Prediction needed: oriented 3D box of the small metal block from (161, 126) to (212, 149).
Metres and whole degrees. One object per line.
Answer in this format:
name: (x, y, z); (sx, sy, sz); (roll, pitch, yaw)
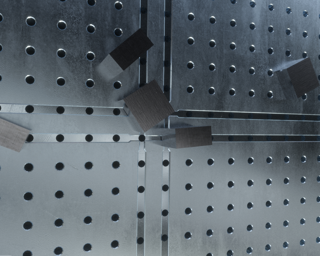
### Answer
small metal block: (0.034, 0.011, 0.413); (0.050, 0.050, 0.025); (-4, 92, -20)

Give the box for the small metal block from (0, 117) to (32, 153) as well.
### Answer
small metal block: (-0.171, 0.004, 0.336); (0.050, 0.050, 0.025); (26, 82, -19)

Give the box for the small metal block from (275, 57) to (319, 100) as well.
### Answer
small metal block: (0.220, -0.079, 0.496); (0.050, 0.025, 0.050); (-28, 99, -18)

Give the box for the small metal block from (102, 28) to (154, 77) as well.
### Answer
small metal block: (-0.041, -0.092, 0.385); (0.050, 0.050, 0.025); (-44, 104, -15)

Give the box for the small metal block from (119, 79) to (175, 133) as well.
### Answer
small metal block: (-0.017, -0.029, 0.407); (0.050, 0.025, 0.050); (-36, 102, -17)
